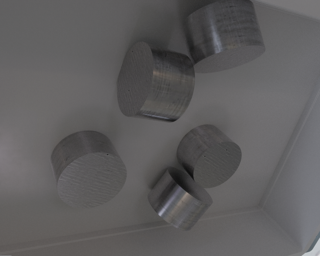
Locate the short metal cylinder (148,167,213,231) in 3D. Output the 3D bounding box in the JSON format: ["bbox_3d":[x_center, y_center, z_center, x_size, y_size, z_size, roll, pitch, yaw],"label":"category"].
[{"bbox_3d":[0.029,0.102,0.452,0.080,0.080,0.050,29,103,-38],"label":"short metal cylinder"}]

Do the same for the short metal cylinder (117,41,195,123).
[{"bbox_3d":[-0.007,-0.048,0.339,0.050,0.080,0.079,8,114,-32],"label":"short metal cylinder"}]

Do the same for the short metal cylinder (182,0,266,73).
[{"bbox_3d":[0.069,-0.098,0.341,0.081,0.080,0.050,-10,84,-23],"label":"short metal cylinder"}]

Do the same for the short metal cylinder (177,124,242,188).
[{"bbox_3d":[0.072,0.041,0.457,0.081,0.050,0.079,-14,124,-21],"label":"short metal cylinder"}]

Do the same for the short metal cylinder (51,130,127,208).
[{"bbox_3d":[-0.087,0.050,0.376,0.081,0.050,0.079,-14,124,-21],"label":"short metal cylinder"}]
